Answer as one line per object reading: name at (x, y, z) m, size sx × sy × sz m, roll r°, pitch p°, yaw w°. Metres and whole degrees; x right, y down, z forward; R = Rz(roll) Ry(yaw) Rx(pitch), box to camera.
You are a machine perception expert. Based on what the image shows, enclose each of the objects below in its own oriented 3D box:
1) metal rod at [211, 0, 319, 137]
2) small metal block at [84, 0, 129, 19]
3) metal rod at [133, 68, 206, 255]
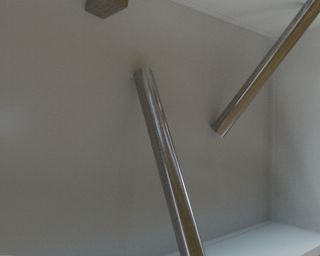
metal rod at (0.175, -0.112, 0.457) m, size 0.025 × 0.025 × 0.299 m, roll 26°, pitch 106°, yaw -38°
small metal block at (-0.057, -0.156, 0.344) m, size 0.025 × 0.050 × 0.050 m, roll 14°, pitch 81°, yaw -40°
metal rod at (0.016, 0.065, 0.339) m, size 0.025 × 0.025 × 0.299 m, roll 4°, pitch 62°, yaw -40°
